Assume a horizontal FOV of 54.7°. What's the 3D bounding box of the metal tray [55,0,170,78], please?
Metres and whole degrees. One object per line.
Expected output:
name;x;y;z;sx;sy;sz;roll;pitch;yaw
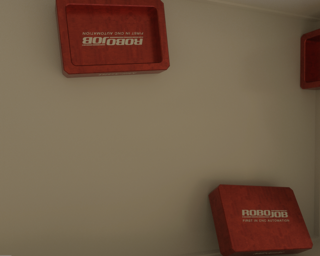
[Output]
metal tray;-0.057;-0.112;0.386;0.131;0.030;0.089;-7;92;-20

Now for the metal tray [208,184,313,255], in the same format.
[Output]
metal tray;0.140;0.129;0.435;0.131;0.030;0.090;6;54;-20

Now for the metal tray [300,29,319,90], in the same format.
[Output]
metal tray;0.266;-0.107;0.452;0.030;0.130;0.089;1;90;-20
